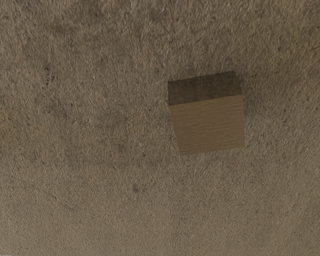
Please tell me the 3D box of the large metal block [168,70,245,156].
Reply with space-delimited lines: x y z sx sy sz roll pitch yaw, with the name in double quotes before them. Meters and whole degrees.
"large metal block" 0.057 -0.016 0.378 0.080 0.050 0.080 -9 130 7
